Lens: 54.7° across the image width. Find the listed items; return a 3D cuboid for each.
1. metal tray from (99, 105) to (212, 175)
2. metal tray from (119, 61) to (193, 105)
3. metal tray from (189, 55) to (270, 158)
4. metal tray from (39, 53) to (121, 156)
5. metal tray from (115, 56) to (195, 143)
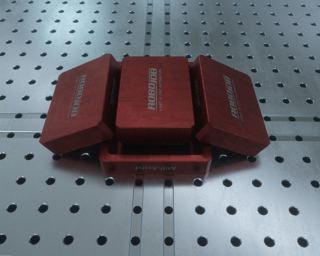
[{"bbox_3d":[-0.005,0.013,0.394,0.131,0.030,0.090,0,50,0],"label":"metal tray"},{"bbox_3d":[-0.006,-0.057,0.452,0.131,0.030,0.090,0,50,0],"label":"metal tray"},{"bbox_3d":[0.087,-0.032,0.407,0.091,0.030,0.130,18,47,-21],"label":"metal tray"},{"bbox_3d":[-0.100,-0.034,0.408,0.090,0.030,0.130,-17,47,19],"label":"metal tray"},{"bbox_3d":[-0.006,-0.041,0.399,0.091,0.030,0.130,0,50,-1],"label":"metal tray"}]
